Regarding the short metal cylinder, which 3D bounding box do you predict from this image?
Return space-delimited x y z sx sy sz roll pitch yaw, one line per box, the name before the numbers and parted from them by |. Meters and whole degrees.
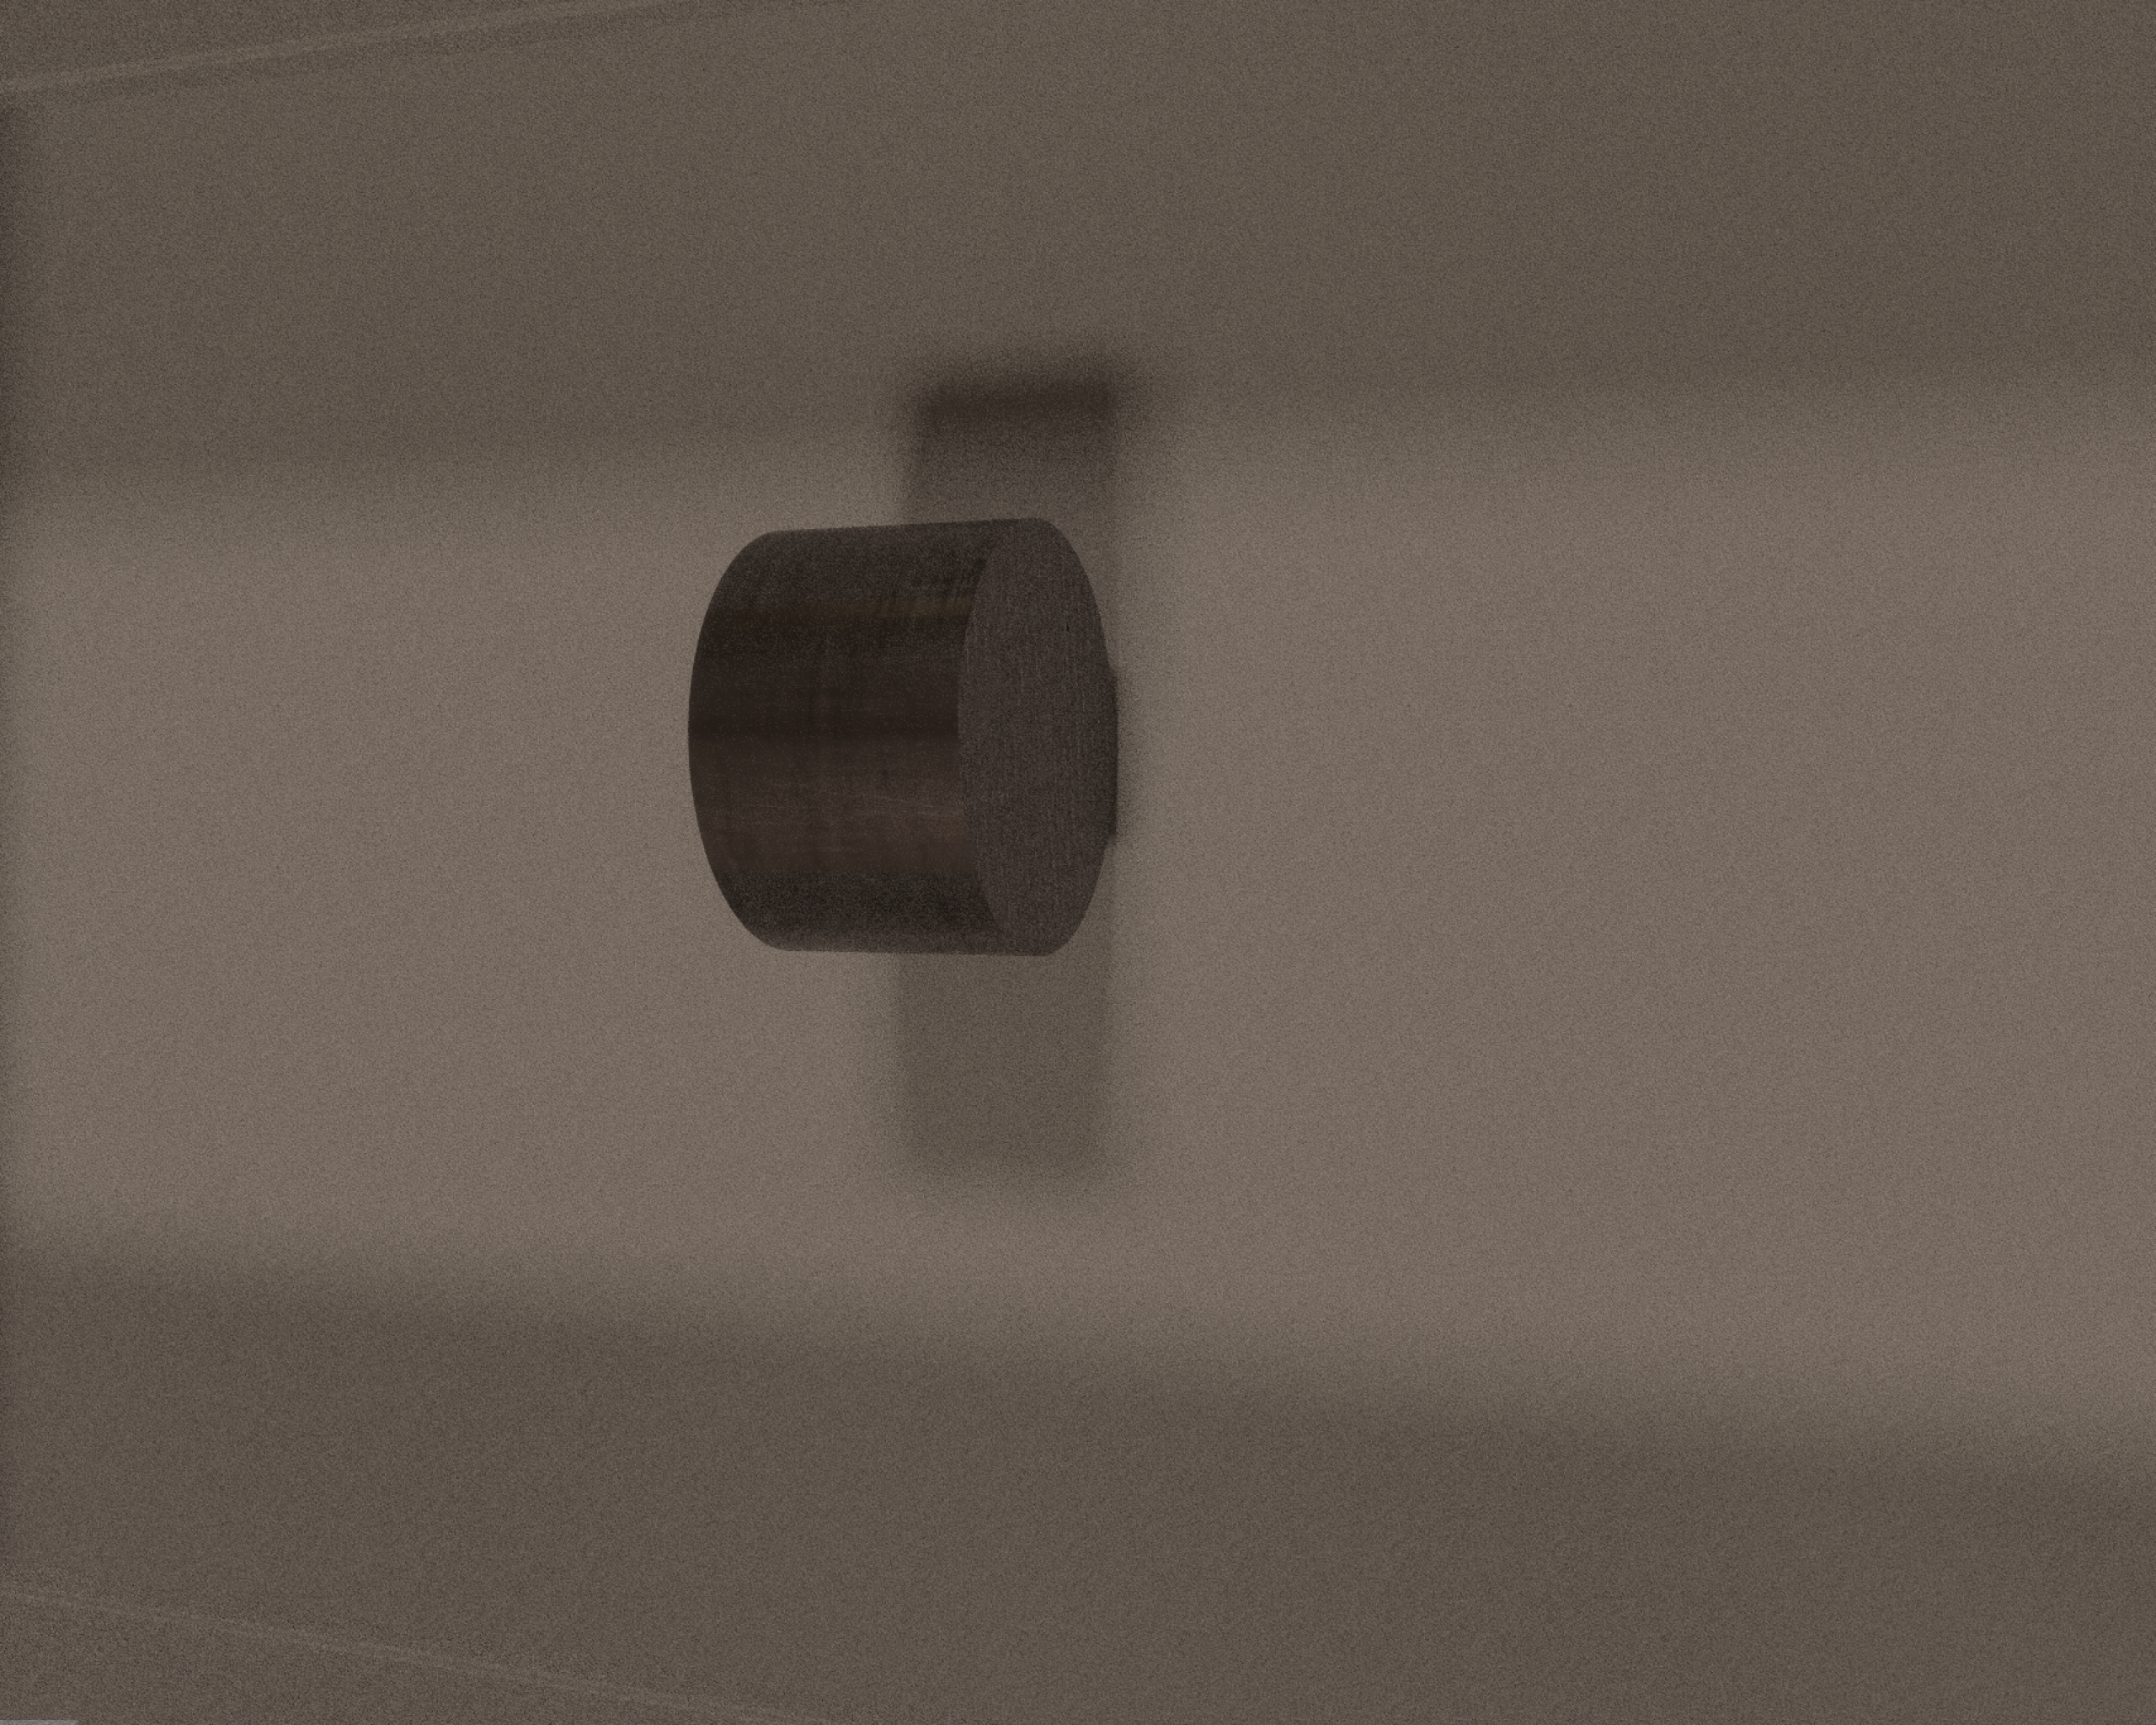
short metal cylinder | -0.030 -0.023 0.388 0.050 0.080 0.079 0 90 20
